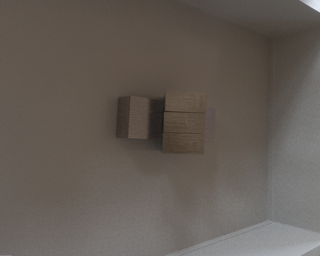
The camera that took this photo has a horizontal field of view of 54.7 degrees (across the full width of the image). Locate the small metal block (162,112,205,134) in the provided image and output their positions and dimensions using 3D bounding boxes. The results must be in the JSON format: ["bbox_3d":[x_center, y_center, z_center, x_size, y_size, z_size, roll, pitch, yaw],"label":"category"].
[{"bbox_3d":[0.028,-0.006,0.401,0.050,0.050,0.025,2,88,-4],"label":"small metal block"}]

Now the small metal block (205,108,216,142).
[{"bbox_3d":[0.054,-0.005,0.453,0.050,0.025,0.050,4,88,-40],"label":"small metal block"}]

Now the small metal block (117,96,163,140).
[{"bbox_3d":[-0.025,-0.012,0.386,0.050,0.025,0.050,5,87,-40],"label":"small metal block"}]

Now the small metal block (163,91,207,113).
[{"bbox_3d":[0.030,-0.031,0.402,0.050,0.050,0.025,3,88,-4],"label":"small metal block"}]

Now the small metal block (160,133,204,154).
[{"bbox_3d":[0.027,0.020,0.400,0.050,0.050,0.025,2,88,-4],"label":"small metal block"}]
